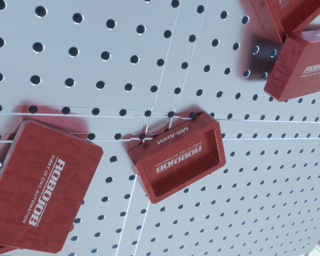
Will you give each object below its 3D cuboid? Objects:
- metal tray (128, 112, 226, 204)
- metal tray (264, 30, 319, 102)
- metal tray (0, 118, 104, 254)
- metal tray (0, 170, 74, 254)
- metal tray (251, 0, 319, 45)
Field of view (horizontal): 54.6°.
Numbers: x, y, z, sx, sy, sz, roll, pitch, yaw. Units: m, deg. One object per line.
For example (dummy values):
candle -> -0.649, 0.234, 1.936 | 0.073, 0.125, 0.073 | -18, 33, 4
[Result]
metal tray -> 0.029, 0.044, 0.450 | 0.131, 0.030, 0.090 | -27, 128, -12
metal tray -> 0.217, -0.092, 0.446 | 0.131, 0.030, 0.089 | -14, 135, -31
metal tray -> -0.131, 0.065, 0.344 | 0.090, 0.030, 0.130 | 25, 86, -30
metal tray -> -0.178, 0.104, 0.374 | 0.131, 0.030, 0.089 | -12, 124, -22
metal tray -> 0.182, -0.182, 0.393 | 0.130, 0.030, 0.090 | -43, 129, 1
